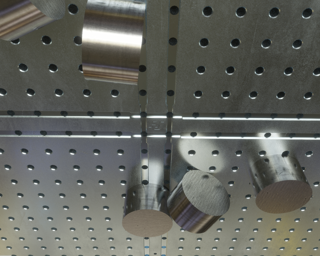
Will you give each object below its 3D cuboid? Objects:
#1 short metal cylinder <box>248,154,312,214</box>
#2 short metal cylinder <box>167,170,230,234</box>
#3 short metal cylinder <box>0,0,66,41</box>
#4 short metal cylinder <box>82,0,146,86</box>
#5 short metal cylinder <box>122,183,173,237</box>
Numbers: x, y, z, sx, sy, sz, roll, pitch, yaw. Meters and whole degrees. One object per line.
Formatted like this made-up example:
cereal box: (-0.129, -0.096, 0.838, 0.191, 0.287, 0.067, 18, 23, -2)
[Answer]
short metal cylinder: (0.180, 0.085, 0.470, 0.081, 0.050, 0.079, 0, 130, 0)
short metal cylinder: (0.058, 0.111, 0.471, 0.080, 0.080, 0.050, 19, 127, -16)
short metal cylinder: (-0.128, -0.124, 0.269, 0.050, 0.080, 0.080, -18, 128, 15)
short metal cylinder: (-0.043, -0.084, 0.303, 0.050, 0.080, 0.079, 6, 130, -5)
short metal cylinder: (-0.020, 0.137, 0.511, 0.081, 0.050, 0.079, 0, 130, 0)
